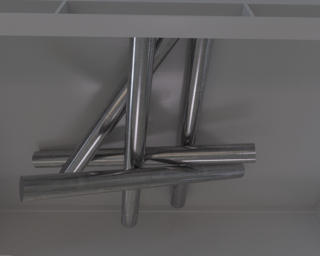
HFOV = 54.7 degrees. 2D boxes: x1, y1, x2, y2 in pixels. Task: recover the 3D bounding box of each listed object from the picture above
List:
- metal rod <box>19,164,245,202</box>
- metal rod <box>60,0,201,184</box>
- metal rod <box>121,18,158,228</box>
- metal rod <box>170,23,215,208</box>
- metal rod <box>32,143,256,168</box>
[{"bbox_3d":[-0.008,0.061,0.382,0.302,0.025,0.025,1,135,-34],"label":"metal rod"},{"bbox_3d":[-0.055,-0.019,0.366,0.025,0.025,0.299,28,117,-22],"label":"metal rod"},{"bbox_3d":[-0.030,0.022,0.372,0.025,0.025,0.298,5,128,-4],"label":"metal rod"},{"bbox_3d":[0.037,0.009,0.417,0.025,0.025,0.298,2,130,-2],"label":"metal rod"},{"bbox_3d":[-0.029,0.038,0.417,0.301,0.025,0.025,-3,131,11],"label":"metal rod"}]
